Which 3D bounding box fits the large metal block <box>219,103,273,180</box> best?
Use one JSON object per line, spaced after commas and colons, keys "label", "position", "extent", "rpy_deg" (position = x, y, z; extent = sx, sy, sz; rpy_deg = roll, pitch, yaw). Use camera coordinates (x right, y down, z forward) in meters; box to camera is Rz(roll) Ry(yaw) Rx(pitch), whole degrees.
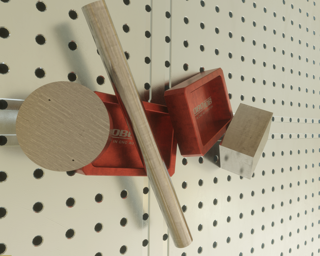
{"label": "large metal block", "position": [0.133, 0.022, 0.481], "extent": [0.080, 0.050, 0.080], "rpy_deg": [-59, 154, -23]}

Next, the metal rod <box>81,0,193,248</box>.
{"label": "metal rod", "position": [-0.019, 0.010, 0.354], "extent": [0.025, 0.025, 0.298], "rpy_deg": [-32, 110, -36]}

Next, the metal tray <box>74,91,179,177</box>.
{"label": "metal tray", "position": [-0.036, 0.012, 0.375], "extent": [0.131, 0.030, 0.089], "rpy_deg": [9, 85, -40]}

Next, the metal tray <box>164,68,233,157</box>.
{"label": "metal tray", "position": [0.061, -0.026, 0.432], "extent": [0.131, 0.030, 0.089], "rpy_deg": [-35, 113, -52]}

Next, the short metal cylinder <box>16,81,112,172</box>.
{"label": "short metal cylinder", "position": [-0.087, 0.000, 0.296], "extent": [0.081, 0.050, 0.080], "rpy_deg": [0, 86, -5]}
